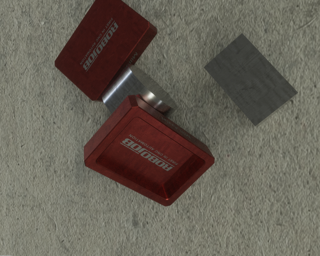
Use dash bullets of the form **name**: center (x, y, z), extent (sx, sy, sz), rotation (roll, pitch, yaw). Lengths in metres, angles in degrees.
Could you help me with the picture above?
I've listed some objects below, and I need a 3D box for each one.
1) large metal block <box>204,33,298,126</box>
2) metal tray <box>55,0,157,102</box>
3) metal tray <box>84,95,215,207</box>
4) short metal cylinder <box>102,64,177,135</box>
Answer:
- **large metal block**: center (0.101, -0.048, 0.344), extent (0.050, 0.080, 0.080), rotation (-41, 77, 15)
- **metal tray**: center (-0.078, -0.113, 0.434), extent (0.090, 0.030, 0.130), rotation (42, 103, 15)
- **metal tray**: center (-0.011, 0.032, 0.365), extent (0.130, 0.030, 0.090), rotation (34, 107, -29)
- **short metal cylinder**: center (-0.025, -0.034, 0.388), extent (0.050, 0.080, 0.080), rotation (-46, 76, 14)
